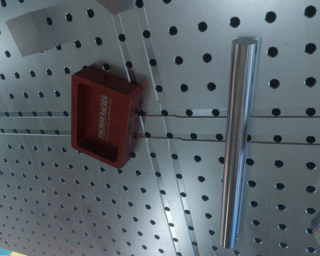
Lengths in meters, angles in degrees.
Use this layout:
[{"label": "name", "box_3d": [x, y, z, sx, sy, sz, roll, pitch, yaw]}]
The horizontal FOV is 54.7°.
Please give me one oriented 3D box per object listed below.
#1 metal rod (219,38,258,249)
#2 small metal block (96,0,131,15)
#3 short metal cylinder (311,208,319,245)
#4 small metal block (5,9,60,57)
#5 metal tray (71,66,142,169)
[{"label": "metal rod", "box_3d": [0.093, 0.041, 0.386, 0.025, 0.025, 0.298, 10, 123, 22]}, {"label": "small metal block", "box_3d": [-0.053, -0.162, 0.338, 0.050, 0.025, 0.050, 39, 129, 1]}, {"label": "short metal cylinder", "box_3d": [0.212, 0.104, 0.328, 0.080, 0.080, 0.050, 24, 127, 13]}, {"label": "small metal block", "box_3d": [-0.173, -0.128, 0.421, 0.050, 0.025, 0.050, -5, 116, 30]}, {"label": "metal tray", "box_3d": [-0.080, -0.012, 0.440, 0.090, 0.030, 0.129, 22, 127, 14]}]
